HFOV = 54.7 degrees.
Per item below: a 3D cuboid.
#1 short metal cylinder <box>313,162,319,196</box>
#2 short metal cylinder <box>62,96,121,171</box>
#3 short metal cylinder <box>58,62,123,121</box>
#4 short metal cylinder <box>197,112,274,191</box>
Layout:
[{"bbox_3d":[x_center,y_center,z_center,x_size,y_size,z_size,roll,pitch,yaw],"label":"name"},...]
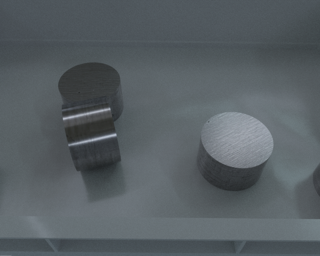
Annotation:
[{"bbox_3d":[0.223,0.054,0.346,0.081,0.050,0.080,0,50,0],"label":"short metal cylinder"},{"bbox_3d":[-0.079,0.006,0.363,0.050,0.080,0.080,-13,51,-11],"label":"short metal cylinder"},{"bbox_3d":[-0.093,-0.045,0.426,0.081,0.050,0.080,0,50,0],"label":"short metal cylinder"},{"bbox_3d":[0.086,0.027,0.367,0.081,0.050,0.080,0,50,0],"label":"short metal cylinder"}]
